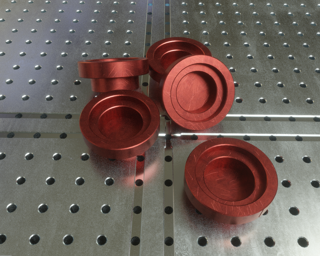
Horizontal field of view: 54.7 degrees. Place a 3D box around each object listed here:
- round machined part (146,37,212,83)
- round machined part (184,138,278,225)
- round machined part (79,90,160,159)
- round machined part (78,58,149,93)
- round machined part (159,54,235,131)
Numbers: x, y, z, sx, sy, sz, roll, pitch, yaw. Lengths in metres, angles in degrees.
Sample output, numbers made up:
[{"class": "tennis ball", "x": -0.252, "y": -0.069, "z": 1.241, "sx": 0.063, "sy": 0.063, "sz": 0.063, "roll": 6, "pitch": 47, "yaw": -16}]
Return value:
[{"class": "round machined part", "x": 0.028, "y": -0.094, "z": 0.476, "sx": 0.099, "sy": 0.042, "sz": 0.098, "roll": 0, "pitch": 50, "yaw": 0}, {"class": "round machined part", "x": 0.076, "y": 0.061, "z": 0.346, "sx": 0.099, "sy": 0.042, "sz": 0.098, "roll": 0, "pitch": 50, "yaw": 0}, {"class": "round machined part", "x": -0.049, "y": -0.001, "z": 0.396, "sx": 0.099, "sy": 0.042, "sz": 0.098, "roll": 0, "pitch": 51, "yaw": 0}, {"class": "round machined part", "x": -0.065, "y": -0.076, "z": 0.440, "sx": 0.099, "sy": 0.042, "sz": 0.098, "roll": -2, "pitch": 16, "yaw": 1}, {"class": "round machined part", "x": 0.046, "y": -0.048, "z": 0.414, "sx": 0.099, "sy": 0.097, "sz": 0.042, "roll": -13, "pitch": 15, "yaw": -11}]
